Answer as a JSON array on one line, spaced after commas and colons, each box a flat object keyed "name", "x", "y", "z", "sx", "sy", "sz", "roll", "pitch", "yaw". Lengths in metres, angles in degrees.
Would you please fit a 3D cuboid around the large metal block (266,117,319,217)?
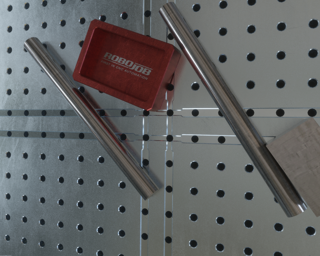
[{"name": "large metal block", "x": 0.159, "y": 0.036, "z": 0.327, "sx": 0.050, "sy": 0.080, "sz": 0.080, "roll": -36, "pitch": 79, "yaw": 16}]

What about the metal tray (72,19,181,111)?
[{"name": "metal tray", "x": -0.048, "y": -0.086, "z": 0.426, "sx": 0.130, "sy": 0.030, "sz": 0.089, "roll": 23, "pitch": 98, "yaw": 18}]

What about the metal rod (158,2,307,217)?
[{"name": "metal rod", "x": 0.083, "y": -0.031, "z": 0.383, "sx": 0.025, "sy": 0.025, "sz": 0.299, "roll": -33, "pitch": 79, "yaw": 17}]

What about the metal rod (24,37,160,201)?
[{"name": "metal rod", "x": -0.105, "y": -0.021, "z": 0.449, "sx": 0.025, "sy": 0.025, "sz": 0.300, "roll": -44, "pitch": 77, "yaw": 15}]
